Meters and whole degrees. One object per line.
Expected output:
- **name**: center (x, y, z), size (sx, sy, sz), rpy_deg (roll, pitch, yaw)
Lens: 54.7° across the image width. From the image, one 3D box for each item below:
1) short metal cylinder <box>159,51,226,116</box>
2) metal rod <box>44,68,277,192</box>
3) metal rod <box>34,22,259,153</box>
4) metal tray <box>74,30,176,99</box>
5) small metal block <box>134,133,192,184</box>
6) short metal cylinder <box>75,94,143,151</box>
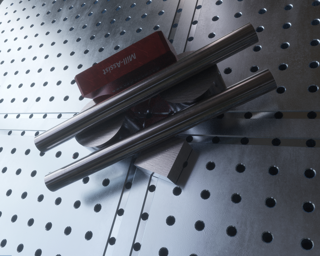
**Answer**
- **short metal cylinder**: center (0.042, -0.053, 0.402), size (0.080, 0.050, 0.080), rpy_deg (-13, 56, 20)
- **metal rod**: center (-0.009, 0.008, 0.373), size (0.301, 0.025, 0.025), rpy_deg (-25, 53, 12)
- **metal rod**: center (-0.025, -0.044, 0.381), size (0.301, 0.025, 0.025), rpy_deg (-26, 53, 11)
- **metal tray**: center (-0.041, -0.081, 0.434), size (0.130, 0.090, 0.030), rpy_deg (-25, 85, 12)
- **small metal block**: center (0.004, 0.035, 0.382), size (0.050, 0.025, 0.050), rpy_deg (16, 70, 34)
- **short metal cylinder**: center (-0.070, 0.001, 0.427), size (0.080, 0.050, 0.080), rpy_deg (-13, 56, 20)
